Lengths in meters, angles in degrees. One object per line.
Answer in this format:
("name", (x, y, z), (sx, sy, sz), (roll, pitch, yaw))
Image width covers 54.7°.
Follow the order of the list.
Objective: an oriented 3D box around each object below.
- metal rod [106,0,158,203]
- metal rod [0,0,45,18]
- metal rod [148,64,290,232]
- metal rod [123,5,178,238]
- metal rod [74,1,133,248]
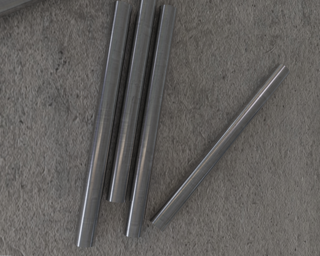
("metal rod", (-0.033, -0.057, 0.396), (0.025, 0.025, 0.298), (10, 87, -20))
("metal rod", (-0.144, -0.157, 0.355), (0.302, 0.025, 0.025), (-31, 101, -17))
("metal rod", (0.091, 0.019, 0.442), (0.025, 0.025, 0.300), (45, 76, -15))
("metal rod", (-0.012, -0.011, 0.404), (0.025, 0.025, 0.298), (10, 87, -20))
("metal rod", (-0.069, -0.007, 0.383), (0.025, 0.025, 0.298), (10, 87, -20))
